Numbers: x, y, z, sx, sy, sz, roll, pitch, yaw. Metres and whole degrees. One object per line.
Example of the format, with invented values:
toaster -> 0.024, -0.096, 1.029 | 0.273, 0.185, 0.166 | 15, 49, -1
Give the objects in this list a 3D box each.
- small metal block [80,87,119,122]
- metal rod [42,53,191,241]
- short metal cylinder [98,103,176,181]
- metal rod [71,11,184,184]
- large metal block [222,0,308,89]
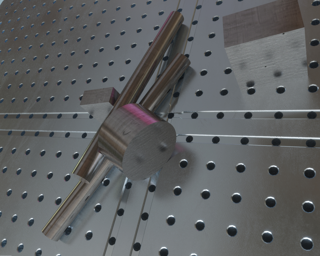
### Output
small metal block -> -0.079, -0.033, 0.452 | 0.050, 0.050, 0.025 | -4, 60, 26
metal rod -> -0.053, 0.018, 0.423 | 0.025, 0.025, 0.300 | 28, 77, 37
short metal cylinder -> -0.027, 0.017, 0.376 | 0.050, 0.080, 0.080 | 35, 81, 38
metal rod -> -0.034, -0.059, 0.438 | 0.025, 0.025, 0.300 | 10, 60, 32
large metal block -> 0.125, -0.097, 0.366 | 0.080, 0.080, 0.050 | -10, 58, 22
